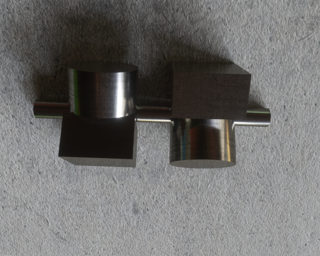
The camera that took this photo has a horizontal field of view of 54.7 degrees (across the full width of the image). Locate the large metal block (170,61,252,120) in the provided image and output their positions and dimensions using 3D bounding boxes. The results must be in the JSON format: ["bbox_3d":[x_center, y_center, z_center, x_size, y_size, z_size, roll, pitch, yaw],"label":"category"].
[{"bbox_3d":[0.054,-0.047,0.364,0.081,0.080,0.050,1,110,-1],"label":"large metal block"}]

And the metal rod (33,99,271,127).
[{"bbox_3d":[-0.009,-0.019,0.406,0.302,0.025,0.025,2,110,-1],"label":"metal rod"}]

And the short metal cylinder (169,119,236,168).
[{"bbox_3d":[0.052,0.020,0.383,0.081,0.080,0.050,2,75,-1],"label":"short metal cylinder"}]

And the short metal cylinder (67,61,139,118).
[{"bbox_3d":[-0.066,-0.048,0.363,0.081,0.080,0.050,3,110,-2],"label":"short metal cylinder"}]

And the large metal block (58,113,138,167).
[{"bbox_3d":[-0.070,0.018,0.381,0.081,0.080,0.050,2,76,-2],"label":"large metal block"}]
